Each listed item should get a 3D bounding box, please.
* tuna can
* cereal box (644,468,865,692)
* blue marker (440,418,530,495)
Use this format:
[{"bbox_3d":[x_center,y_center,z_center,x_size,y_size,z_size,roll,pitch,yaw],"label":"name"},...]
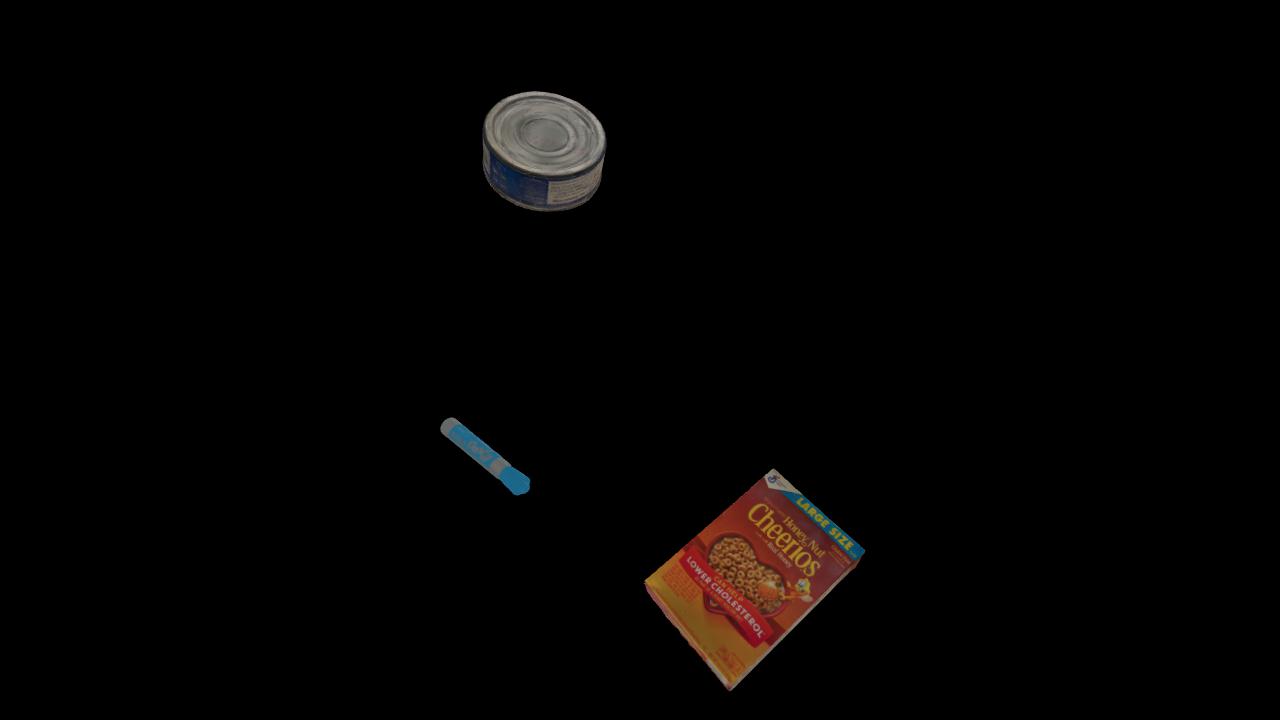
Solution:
[{"bbox_3d":[-0.066,-0.145,0.423,0.084,0.084,0.034,0,-29,-13],"label":"tuna can"},{"bbox_3d":[0.187,0.348,1.011,0.306,0.203,0.081,-36,-32,-18],"label":"cereal box"},{"bbox_3d":[-0.142,0.088,0.562,0.121,0.020,0.020,29,17,34],"label":"blue marker"}]
